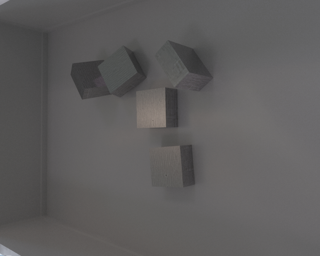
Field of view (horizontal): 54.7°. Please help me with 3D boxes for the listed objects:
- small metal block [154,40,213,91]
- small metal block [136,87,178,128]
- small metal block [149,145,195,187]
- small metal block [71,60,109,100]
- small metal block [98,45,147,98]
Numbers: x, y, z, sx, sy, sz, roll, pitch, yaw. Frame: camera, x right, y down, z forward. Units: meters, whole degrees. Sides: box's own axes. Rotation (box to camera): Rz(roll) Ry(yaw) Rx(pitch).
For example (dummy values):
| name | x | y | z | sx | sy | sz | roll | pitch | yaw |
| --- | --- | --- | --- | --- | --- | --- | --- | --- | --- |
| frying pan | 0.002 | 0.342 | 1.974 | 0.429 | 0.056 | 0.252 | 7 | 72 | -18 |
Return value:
| name | x | y | z | sx | sy | sz | roll | pitch | yaw |
| --- | --- | --- | --- | --- | --- | --- | --- | --- | --- |
| small metal block | 0.029 | -0.072 | 0.367 | 0.025 | 0.050 | 0.050 | -44 | 64 | 31 |
| small metal block | -0.004 | -0.025 | 0.410 | 0.050 | 0.025 | 0.050 | -2 | 89 | 40 |
| small metal block | 0.015 | 0.048 | 0.395 | 0.050 | 0.025 | 0.050 | -7 | 85 | 39 |
| small metal block | -0.101 | -0.074 | 0.471 | 0.050 | 0.050 | 0.025 | 61 | 146 | 22 |
| small metal block | -0.055 | -0.081 | 0.445 | 0.050 | 0.025 | 0.050 | -35 | 68 | 19 |
